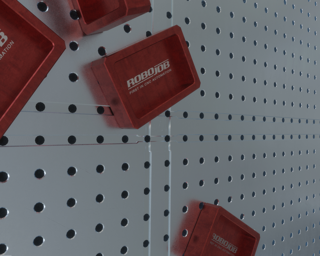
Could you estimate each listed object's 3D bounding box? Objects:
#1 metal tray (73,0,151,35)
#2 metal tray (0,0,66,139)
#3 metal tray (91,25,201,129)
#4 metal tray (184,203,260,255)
[{"bbox_3d":[-0.065,-0.169,0.311,0.030,0.090,0.129,-28,107,-37],"label":"metal tray"},{"bbox_3d":[-0.157,-0.054,0.273,0.090,0.030,0.130,41,65,-32],"label":"metal tray"},{"bbox_3d":[-0.011,-0.067,0.395,0.131,0.030,0.090,-36,112,-34],"label":"metal tray"},{"bbox_3d":[0.103,0.186,0.490,0.130,0.030,0.090,39,66,-33],"label":"metal tray"}]
